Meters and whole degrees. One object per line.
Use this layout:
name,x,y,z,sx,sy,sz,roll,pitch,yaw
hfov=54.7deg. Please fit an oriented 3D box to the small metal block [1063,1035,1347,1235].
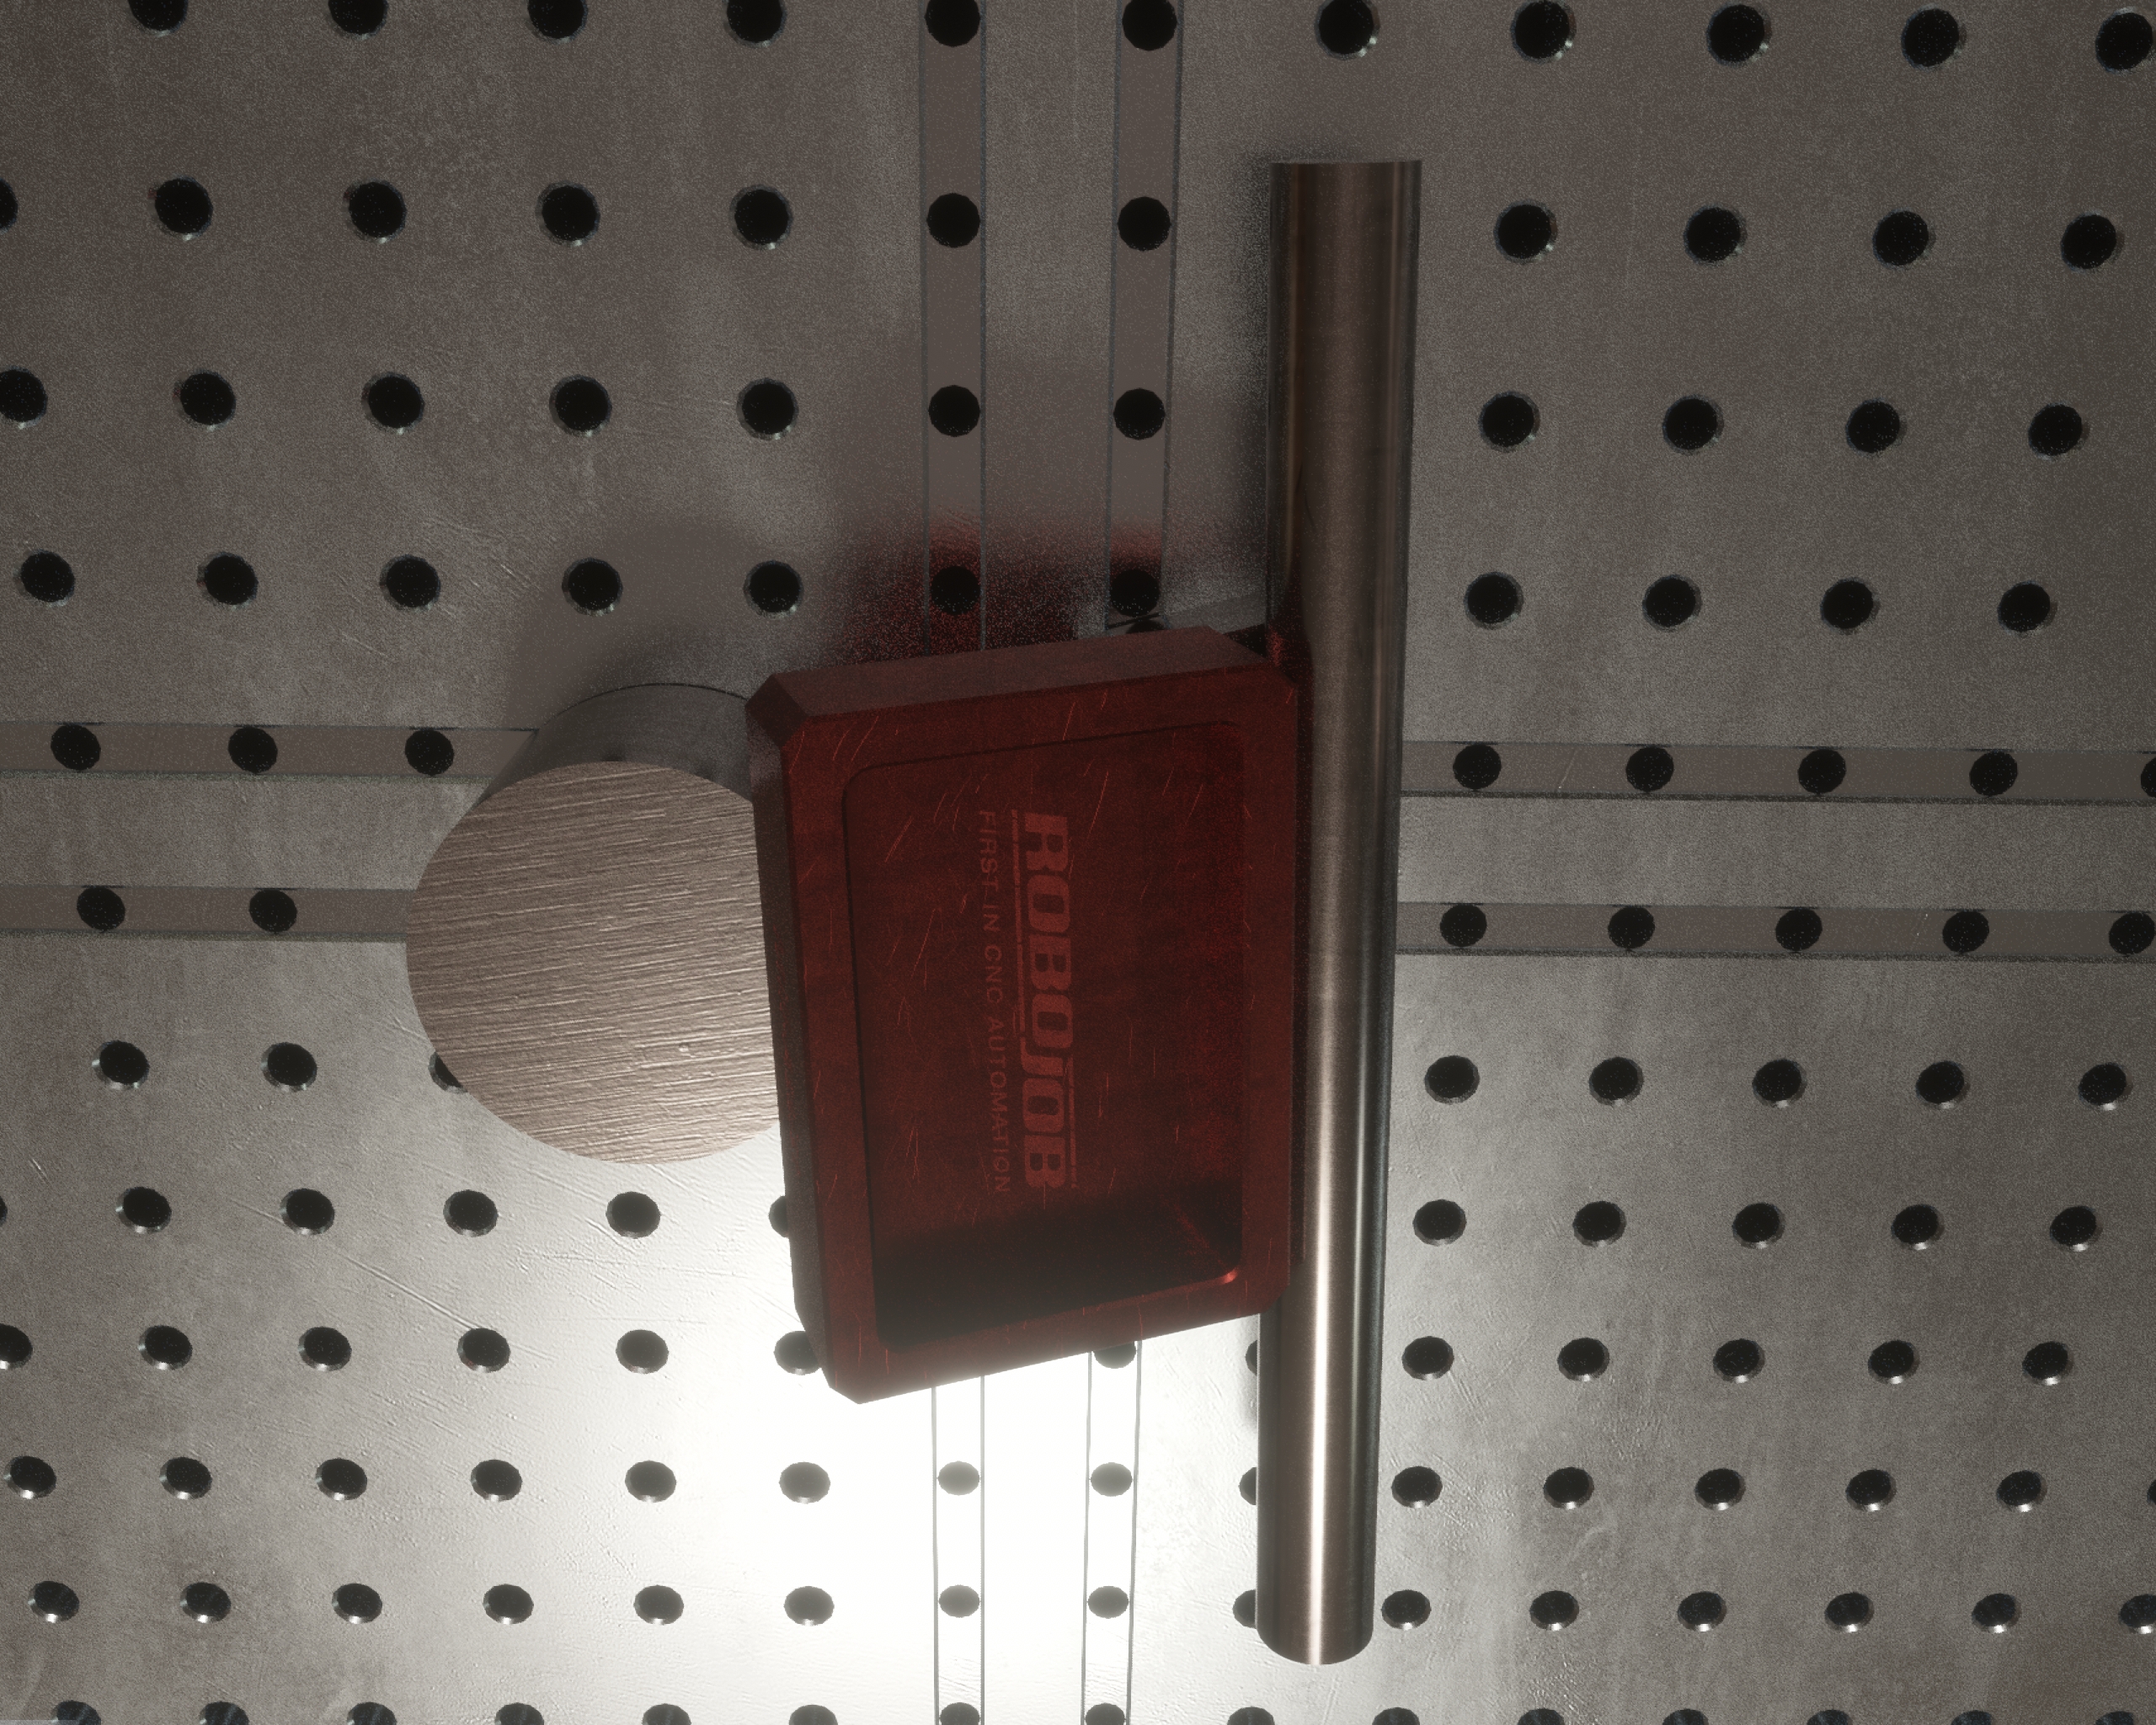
small metal block,0.021,0.059,0.434,0.050,0.025,0.050,37,106,-13

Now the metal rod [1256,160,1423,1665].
metal rod,0.047,0.024,0.396,0.025,0.025,0.298,-1,110,0

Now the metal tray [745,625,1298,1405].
metal tray,-0.008,0.027,0.378,0.091,0.030,0.129,-9,112,-18

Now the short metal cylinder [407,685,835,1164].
short metal cylinder,-0.081,0.011,0.402,0.081,0.050,0.079,0,110,-1

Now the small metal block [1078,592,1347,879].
small metal block,0.031,-0.024,0.405,0.050,0.025,0.050,-14,110,4
